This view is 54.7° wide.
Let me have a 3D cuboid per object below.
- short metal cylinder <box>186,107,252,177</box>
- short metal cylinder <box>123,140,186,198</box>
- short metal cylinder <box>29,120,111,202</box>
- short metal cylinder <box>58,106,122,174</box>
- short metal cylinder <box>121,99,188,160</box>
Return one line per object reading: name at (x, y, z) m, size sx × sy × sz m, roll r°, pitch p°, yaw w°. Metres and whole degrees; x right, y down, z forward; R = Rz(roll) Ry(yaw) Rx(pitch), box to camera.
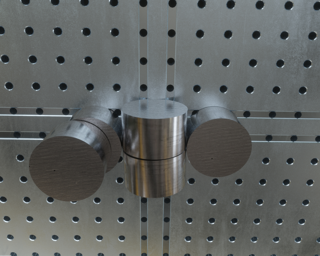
short metal cylinder at (0.073, 0.017, 0.406) m, size 0.081 × 0.050 × 0.079 m, roll 0°, pitch 110°, yaw 0°
short metal cylinder at (-0.006, 0.047, 0.401) m, size 0.081 × 0.080 × 0.050 m, roll -1°, pitch 110°, yaw 0°
short metal cylinder at (-0.101, 0.037, 0.358) m, size 0.081 × 0.050 × 0.079 m, roll 0°, pitch 110°, yaw 0°
short metal cylinder at (-0.088, 0.016, 0.405) m, size 0.081 × 0.050 × 0.079 m, roll 0°, pitch 110°, yaw 0°
short metal cylinder at (-0.007, -0.001, 0.384) m, size 0.081 × 0.080 × 0.050 m, roll 1°, pitch 111°, yaw -1°
